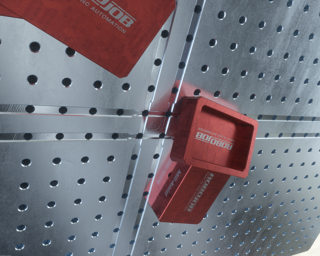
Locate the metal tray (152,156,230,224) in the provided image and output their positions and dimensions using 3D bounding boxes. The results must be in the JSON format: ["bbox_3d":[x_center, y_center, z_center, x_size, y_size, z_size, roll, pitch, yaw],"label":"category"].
[{"bbox_3d":[0.055,0.094,0.499,0.091,0.030,0.129,17,110,-35],"label":"metal tray"}]

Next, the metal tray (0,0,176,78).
[{"bbox_3d":[-0.060,-0.113,0.267,0.131,0.030,0.090,29,103,-38],"label":"metal tray"}]

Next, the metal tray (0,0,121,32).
[{"bbox_3d":[-0.096,-0.140,0.269,0.131,0.030,0.089,0,119,-29],"label":"metal tray"}]

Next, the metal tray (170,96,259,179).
[{"bbox_3d":[0.081,0.016,0.440,0.131,0.030,0.090,18,83,-35],"label":"metal tray"}]
